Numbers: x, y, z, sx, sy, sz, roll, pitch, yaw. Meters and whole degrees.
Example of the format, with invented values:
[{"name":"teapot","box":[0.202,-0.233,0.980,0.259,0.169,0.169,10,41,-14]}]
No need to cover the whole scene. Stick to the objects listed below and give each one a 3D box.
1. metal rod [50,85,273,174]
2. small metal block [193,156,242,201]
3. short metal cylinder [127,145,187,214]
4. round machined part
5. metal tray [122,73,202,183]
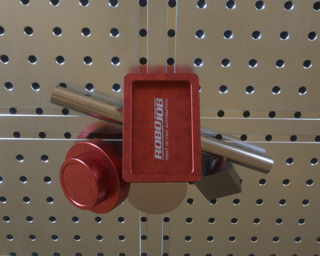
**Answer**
[{"name":"metal rod","box":[0.008,0.005,0.411,0.302,0.025,0.025,18,109,-7]},{"name":"small metal block","box":[0.078,0.070,0.424,0.050,0.025,0.050,-21,126,24]},{"name":"short metal cylinder","box":[-0.005,0.069,0.421,0.081,0.050,0.079,0,110,0]},{"name":"round machined part","box":[-0.090,0.066,0.399,0.098,0.042,0.097,9,107,31]},{"name":"metal tray","box":[0.002,0.000,0.375,0.091,0.030,0.129,0,81,-1]}]
